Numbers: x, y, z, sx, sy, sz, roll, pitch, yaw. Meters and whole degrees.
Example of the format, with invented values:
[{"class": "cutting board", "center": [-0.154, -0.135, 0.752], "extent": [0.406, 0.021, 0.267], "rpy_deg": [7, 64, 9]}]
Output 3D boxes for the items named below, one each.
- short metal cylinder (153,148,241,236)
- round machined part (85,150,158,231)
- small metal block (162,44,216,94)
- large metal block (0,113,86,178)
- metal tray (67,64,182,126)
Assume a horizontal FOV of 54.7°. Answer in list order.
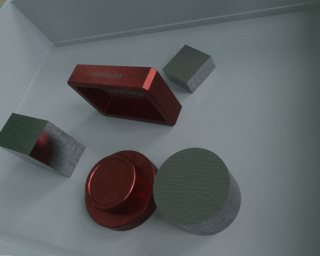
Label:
[{"class": "short metal cylinder", "center": [0.040, 0.067, 0.327], "extent": [0.080, 0.050, 0.080], "rpy_deg": [-13, 56, 20]}, {"class": "round machined part", "center": [-0.051, 0.071, 0.376], "extent": [0.098, 0.042, 0.098], "rpy_deg": [-13, 56, 20]}, {"class": "small metal block", "center": [0.041, -0.083, 0.435], "extent": [0.050, 0.025, 0.050], "rpy_deg": [-48, 52, -6]}, {"class": "large metal block", "center": [-0.169, 0.025, 0.442], "extent": [0.080, 0.080, 0.050], "rpy_deg": [11, 67, 32]}, {"class": "metal tray", "center": [-0.047, -0.044, 0.413], "extent": [0.130, 0.090, 0.030], "rpy_deg": [9, 67, 31]}]
